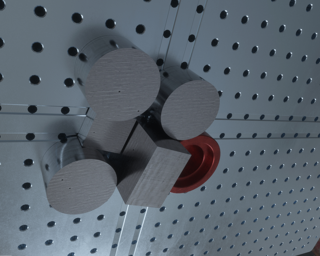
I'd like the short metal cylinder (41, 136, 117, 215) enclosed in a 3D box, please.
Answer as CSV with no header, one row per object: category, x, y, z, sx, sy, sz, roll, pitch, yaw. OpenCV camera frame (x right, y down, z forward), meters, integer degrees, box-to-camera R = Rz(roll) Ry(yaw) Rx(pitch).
short metal cylinder,-0.099,0.057,0.376,0.081,0.050,0.079,-14,124,-21

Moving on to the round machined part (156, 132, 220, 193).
round machined part,0.034,0.042,0.444,0.099,0.042,0.097,-14,124,-21

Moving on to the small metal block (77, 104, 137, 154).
small metal block,-0.064,0.000,0.375,0.050,0.025,0.050,16,110,-35

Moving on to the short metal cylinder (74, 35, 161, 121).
short metal cylinder,-0.047,-0.054,0.336,0.081,0.050,0.079,-14,124,-21

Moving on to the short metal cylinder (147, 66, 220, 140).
short metal cylinder,0.027,-0.032,0.390,0.081,0.050,0.079,-14,124,-21

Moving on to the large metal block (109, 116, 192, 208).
large metal block,-0.018,0.040,0.386,0.050,0.080,0.080,17,110,-35
